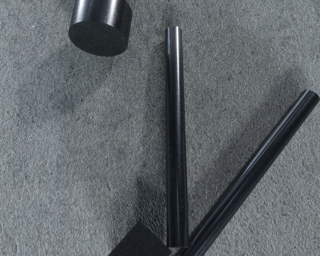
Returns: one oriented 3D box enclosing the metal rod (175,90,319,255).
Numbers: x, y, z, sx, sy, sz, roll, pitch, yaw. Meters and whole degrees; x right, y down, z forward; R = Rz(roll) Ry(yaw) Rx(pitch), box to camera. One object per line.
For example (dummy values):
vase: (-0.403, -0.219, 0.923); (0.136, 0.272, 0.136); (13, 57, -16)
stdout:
metal rod: (0.109, 0.064, 0.385); (0.025, 0.025, 0.301); (39, 74, 13)

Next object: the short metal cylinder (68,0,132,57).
short metal cylinder: (-0.082, -0.143, 0.430); (0.080, 0.080, 0.050); (5, 70, 2)

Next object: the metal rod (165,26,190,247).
metal rod: (0.020, -0.005, 0.401); (0.025, 0.025, 0.299); (0, 67, 0)

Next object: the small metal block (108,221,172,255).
small metal block: (-0.022, 0.144, 0.355); (0.050, 0.025, 0.050); (41, 75, 13)
